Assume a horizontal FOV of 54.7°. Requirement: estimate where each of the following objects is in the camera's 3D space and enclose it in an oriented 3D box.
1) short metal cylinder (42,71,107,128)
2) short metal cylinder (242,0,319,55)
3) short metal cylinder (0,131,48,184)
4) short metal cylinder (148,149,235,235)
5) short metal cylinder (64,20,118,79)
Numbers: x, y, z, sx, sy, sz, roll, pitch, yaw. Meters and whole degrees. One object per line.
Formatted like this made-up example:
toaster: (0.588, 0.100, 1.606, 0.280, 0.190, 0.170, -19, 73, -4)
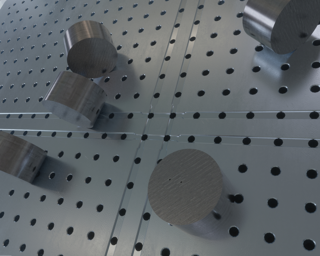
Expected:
short metal cylinder: (-0.127, -0.041, 0.465, 0.080, 0.080, 0.050, 9, 67, 32)
short metal cylinder: (0.150, -0.138, 0.379, 0.080, 0.080, 0.050, -39, 51, 2)
short metal cylinder: (-0.217, 0.044, 0.460, 0.080, 0.080, 0.050, 9, 67, 32)
short metal cylinder: (0.034, 0.069, 0.332, 0.080, 0.050, 0.080, -13, 56, 21)
short metal cylinder: (-0.115, -0.129, 0.513, 0.080, 0.080, 0.050, -30, 52, 9)
